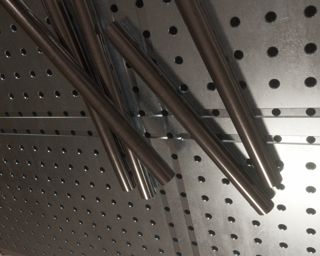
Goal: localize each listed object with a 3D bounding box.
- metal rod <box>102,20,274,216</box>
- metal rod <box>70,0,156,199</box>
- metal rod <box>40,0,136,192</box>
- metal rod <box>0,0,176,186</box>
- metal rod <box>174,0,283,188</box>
[{"bbox_3d":[0.040,-0.007,0.384,0.300,0.025,0.025,49,128,-7],"label":"metal rod"},{"bbox_3d":[-0.057,-0.028,0.422,0.025,0.025,0.298,-2,118,29],"label":"metal rod"},{"bbox_3d":[-0.093,-0.037,0.434,0.025,0.025,0.298,-5,116,30],"label":"metal rod"},{"bbox_3d":[-0.086,-0.044,0.393,0.300,0.025,0.025,49,128,-7],"label":"metal rod"},{"bbox_3d":[0.067,-0.060,0.337,0.025,0.025,0.299,-18,109,35],"label":"metal rod"}]
